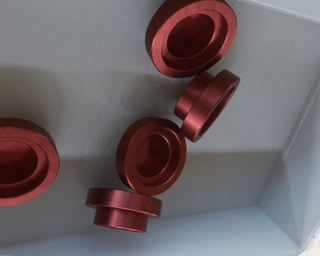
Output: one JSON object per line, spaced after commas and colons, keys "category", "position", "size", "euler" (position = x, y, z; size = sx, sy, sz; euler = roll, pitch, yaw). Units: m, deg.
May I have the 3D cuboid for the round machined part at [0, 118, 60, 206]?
{"category": "round machined part", "position": [-0.162, 0.032, 0.330], "size": [0.099, 0.042, 0.097], "euler": [-14, 125, -21]}

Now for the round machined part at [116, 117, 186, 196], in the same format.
{"category": "round machined part", "position": [-0.015, 0.034, 0.397], "size": [0.099, 0.042, 0.097], "euler": [-9, 104, -39]}

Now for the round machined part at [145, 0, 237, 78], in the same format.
{"category": "round machined part", "position": [0.030, -0.105, 0.338], "size": [0.099, 0.042, 0.097], "euler": [-17, 145, -12]}

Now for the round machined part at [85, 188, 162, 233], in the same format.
{"category": "round machined part", "position": [-0.048, 0.110, 0.403], "size": [0.098, 0.098, 0.042], "euler": [26, 64, -38]}

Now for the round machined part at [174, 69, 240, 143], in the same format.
{"category": "round machined part", "position": [0.054, -0.033, 0.388], "size": [0.098, 0.042, 0.098], "euler": [-50, 166, -16]}
